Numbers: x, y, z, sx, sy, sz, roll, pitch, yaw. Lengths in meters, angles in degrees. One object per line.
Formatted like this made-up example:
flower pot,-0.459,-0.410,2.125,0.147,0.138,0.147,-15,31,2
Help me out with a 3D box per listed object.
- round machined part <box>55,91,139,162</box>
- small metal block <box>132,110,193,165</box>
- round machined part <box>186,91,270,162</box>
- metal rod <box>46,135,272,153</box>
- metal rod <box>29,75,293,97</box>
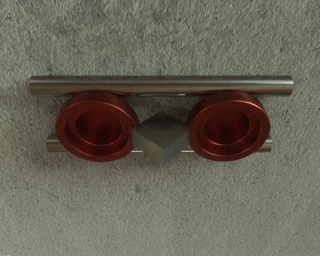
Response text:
round machined part,-0.075,-0.006,0.386,0.099,0.042,0.097,0,130,0
small metal block,0.003,0.010,0.366,0.050,0.050,0.025,31,138,32
round machined part,0.082,-0.006,0.386,0.099,0.042,0.097,0,130,0
metal rod,0.000,0.022,0.427,0.302,0.025,0.025,0,130,-1
metal rod,0.002,-0.050,0.366,0.302,0.025,0.025,0,130,-1
